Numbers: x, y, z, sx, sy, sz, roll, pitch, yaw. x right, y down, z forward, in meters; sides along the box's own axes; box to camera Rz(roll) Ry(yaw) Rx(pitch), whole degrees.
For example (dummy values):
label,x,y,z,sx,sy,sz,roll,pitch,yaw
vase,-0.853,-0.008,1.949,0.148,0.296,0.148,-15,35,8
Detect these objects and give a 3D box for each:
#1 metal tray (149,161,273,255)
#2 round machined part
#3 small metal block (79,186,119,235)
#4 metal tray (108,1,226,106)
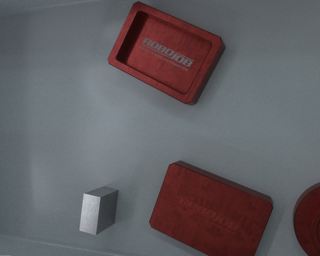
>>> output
label,x,y,z,sx,sy,sz,roll,pitch,yaw
metal tray,0.061,0.105,0.386,0.130,0.030,0.089,21,97,18
round machined part,0.197,0.107,0.332,0.098,0.042,0.097,0,90,19
small metal block,-0.083,0.112,0.425,0.025,0.050,0.050,8,93,19
metal tray,0.006,-0.097,0.404,0.130,0.030,0.090,30,99,17
